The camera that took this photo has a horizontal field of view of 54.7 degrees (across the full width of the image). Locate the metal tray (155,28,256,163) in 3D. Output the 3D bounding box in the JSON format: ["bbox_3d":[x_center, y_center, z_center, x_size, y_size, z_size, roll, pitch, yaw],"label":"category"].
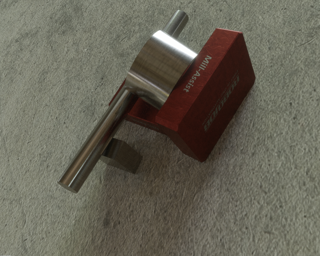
[{"bbox_3d":[0.058,-0.035,0.354,0.030,0.090,0.130,25,75,36],"label":"metal tray"}]

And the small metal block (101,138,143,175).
[{"bbox_3d":[-0.058,0.033,0.398,0.050,0.050,0.025,14,69,33],"label":"small metal block"}]

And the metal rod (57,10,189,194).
[{"bbox_3d":[-0.034,-0.052,0.404,0.025,0.025,0.300,11,58,32],"label":"metal rod"}]

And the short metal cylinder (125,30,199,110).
[{"bbox_3d":[0.003,-0.065,0.360,0.050,0.080,0.080,33,78,4],"label":"short metal cylinder"}]

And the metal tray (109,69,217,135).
[{"bbox_3d":[0.003,-0.042,0.425,0.130,0.030,0.090,20,72,35],"label":"metal tray"}]
